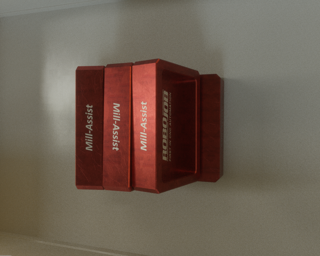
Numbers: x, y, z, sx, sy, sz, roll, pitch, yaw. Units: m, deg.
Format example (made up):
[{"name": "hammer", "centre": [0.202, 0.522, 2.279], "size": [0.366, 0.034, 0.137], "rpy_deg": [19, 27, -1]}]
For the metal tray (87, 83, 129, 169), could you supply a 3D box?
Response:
[{"name": "metal tray", "centre": [-0.053, -0.002, 0.424], "size": [0.090, 0.030, 0.129], "rpy_deg": [1, 90, 20]}]

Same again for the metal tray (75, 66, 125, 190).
[{"name": "metal tray", "centre": [-0.067, 0.000, 0.363], "size": [0.030, 0.090, 0.129], "rpy_deg": [0, 90, 7]}]

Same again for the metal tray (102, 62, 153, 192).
[{"name": "metal tray", "centre": [-0.028, 0.000, 0.351], "size": [0.030, 0.090, 0.129], "rpy_deg": [0, 88, 20]}]

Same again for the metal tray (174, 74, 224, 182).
[{"name": "metal tray", "centre": [0.033, 0.000, 0.394], "size": [0.090, 0.030, 0.129], "rpy_deg": [1, 90, 20]}]

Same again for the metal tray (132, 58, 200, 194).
[{"name": "metal tray", "centre": [0.010, -0.002, 0.336], "size": [0.030, 0.091, 0.129], "rpy_deg": [0, 90, 34]}]
